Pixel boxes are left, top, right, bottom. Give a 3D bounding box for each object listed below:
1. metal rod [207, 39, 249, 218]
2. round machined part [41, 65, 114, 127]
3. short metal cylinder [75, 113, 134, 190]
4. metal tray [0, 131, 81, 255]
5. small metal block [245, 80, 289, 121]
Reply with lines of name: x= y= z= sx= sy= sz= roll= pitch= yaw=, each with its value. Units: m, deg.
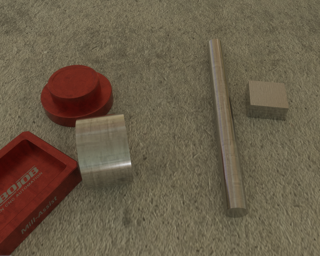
metal rod: x=0.086 y=-0.025 z=0.424 sx=0.025 sy=0.025 sz=0.300 roll=2 pitch=50 yaw=1
round machined part: x=-0.117 y=-0.052 z=0.435 sx=0.099 sy=0.042 sz=0.098 roll=0 pitch=50 yaw=0
short metal cylinder: x=-0.060 y=0.026 z=0.346 sx=0.050 sy=0.080 sz=0.080 roll=-8 pitch=51 yaw=-7
metal tray: x=-0.163 y=0.071 z=0.339 sx=0.090 sy=0.030 sz=0.131 roll=27 pitch=55 yaw=21
small metal block: x=0.149 y=-0.040 z=0.438 sx=0.050 sy=0.025 sz=0.050 roll=6 pitch=50 yaw=5
